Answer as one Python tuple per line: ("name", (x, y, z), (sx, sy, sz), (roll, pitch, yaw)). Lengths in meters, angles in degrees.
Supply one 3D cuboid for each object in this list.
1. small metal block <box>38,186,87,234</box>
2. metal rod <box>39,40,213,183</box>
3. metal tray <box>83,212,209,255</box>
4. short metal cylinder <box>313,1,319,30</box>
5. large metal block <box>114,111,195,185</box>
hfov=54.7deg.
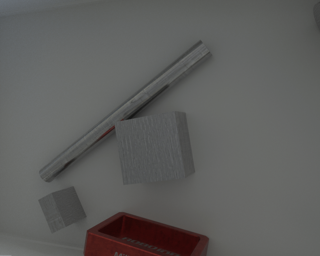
("small metal block", (-0.139, 0.116, 0.445), (0.025, 0.050, 0.050), (-29, 81, 17))
("metal rod", (-0.057, -0.015, 0.429), (0.300, 0.025, 0.025), (-37, 79, 16))
("metal tray", (-0.014, 0.145, 0.379), (0.130, 0.090, 0.030), (10, 94, 19))
("short metal cylinder", (0.201, -0.107, 0.311), (0.050, 0.080, 0.080), (-33, 80, 17))
("large metal block", (-0.006, 0.025, 0.398), (0.080, 0.050, 0.080), (-10, 87, 19))
